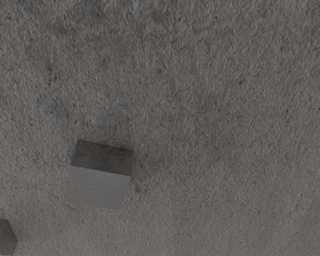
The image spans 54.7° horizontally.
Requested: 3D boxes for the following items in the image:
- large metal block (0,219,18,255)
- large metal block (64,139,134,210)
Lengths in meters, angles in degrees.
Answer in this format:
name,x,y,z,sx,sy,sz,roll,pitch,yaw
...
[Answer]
name,x,y,z,sx,sy,sz,roll,pitch,yaw
large metal block,-0.320,0.211,0.567,0.081,0.050,0.079,2,130,-2
large metal block,-0.088,0.069,0.449,0.081,0.050,0.079,12,129,-11
